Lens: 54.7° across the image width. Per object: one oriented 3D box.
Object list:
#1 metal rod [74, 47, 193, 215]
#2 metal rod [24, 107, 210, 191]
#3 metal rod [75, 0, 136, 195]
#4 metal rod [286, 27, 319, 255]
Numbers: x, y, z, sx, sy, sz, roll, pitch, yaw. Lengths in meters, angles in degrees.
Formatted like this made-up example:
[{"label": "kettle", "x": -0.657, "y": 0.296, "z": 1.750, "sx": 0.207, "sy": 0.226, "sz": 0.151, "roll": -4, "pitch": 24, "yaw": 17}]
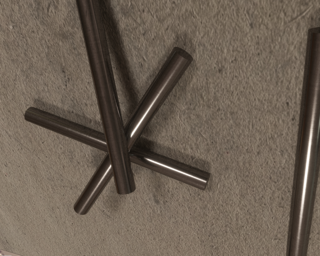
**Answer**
[{"label": "metal rod", "x": -0.049, "y": 0.022, "z": 0.416, "sx": 0.025, "sy": 0.025, "sz": 0.298, "roll": 37, "pitch": 120, "yaw": 3}, {"label": "metal rod", "x": -0.073, "y": 0.025, "z": 0.458, "sx": 0.301, "sy": 0.025, "sz": 0.025, "roll": 19, "pitch": 126, "yaw": 16}, {"label": "metal rod", "x": -0.068, "y": -0.061, "z": 0.366, "sx": 0.025, "sy": 0.025, "sz": 0.298, "roll": -1, "pitch": 107, "yaw": 28}, {"label": "metal rod", "x": 0.164, "y": 0.043, "z": 0.346, "sx": 0.025, "sy": 0.025, "sz": 0.298, "roll": 6, "pitch": 121, "yaw": 25}]
